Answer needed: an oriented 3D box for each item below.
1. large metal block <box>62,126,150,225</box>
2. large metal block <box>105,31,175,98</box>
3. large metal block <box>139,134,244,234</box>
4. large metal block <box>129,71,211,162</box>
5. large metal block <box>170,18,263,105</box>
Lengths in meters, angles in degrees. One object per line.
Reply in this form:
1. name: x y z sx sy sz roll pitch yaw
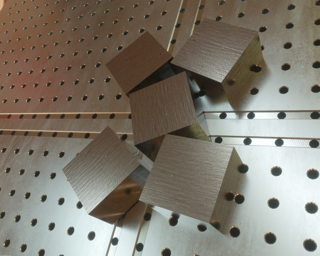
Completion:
1. large metal block: -0.063 0.058 0.388 0.080 0.050 0.080 -44 51 -3
2. large metal block: -0.022 -0.083 0.455 0.080 0.050 0.080 -38 50 3
3. large metal block: 0.036 0.059 0.338 0.080 0.050 0.080 10 66 32
4. large metal block: 0.011 -0.014 0.395 0.080 0.050 0.080 -20 54 16
5. large metal block: 0.075 -0.089 0.407 0.080 0.050 0.080 30 78 35
